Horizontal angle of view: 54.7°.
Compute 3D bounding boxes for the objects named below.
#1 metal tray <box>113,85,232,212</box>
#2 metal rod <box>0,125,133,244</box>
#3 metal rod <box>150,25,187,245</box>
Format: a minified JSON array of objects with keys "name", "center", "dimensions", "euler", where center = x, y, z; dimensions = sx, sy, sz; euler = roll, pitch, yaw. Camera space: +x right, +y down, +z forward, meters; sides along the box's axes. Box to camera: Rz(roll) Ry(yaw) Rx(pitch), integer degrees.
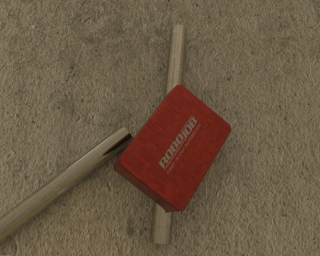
[{"name":"metal tray","center":[0.019,0.022,0.371],"dimensions":[0.090,0.030,0.130],"euler":[39,63,-6]},{"name":"metal rod","center":[-0.157,0.097,0.371],"dimensions":[0.301,0.025,0.025],"euler":[-38,75,-13]},{"name":"metal rod","center":[0.014,-0.006,0.410],"dimensions":[0.025,0.025,0.299],"euler":[5,70,2]}]
